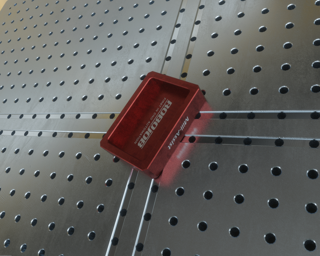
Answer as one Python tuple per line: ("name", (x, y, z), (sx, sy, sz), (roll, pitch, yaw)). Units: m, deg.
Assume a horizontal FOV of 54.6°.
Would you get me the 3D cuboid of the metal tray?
("metal tray", (-0.010, -0.009, 0.416), (0.090, 0.030, 0.130), (24, 75, 36))
